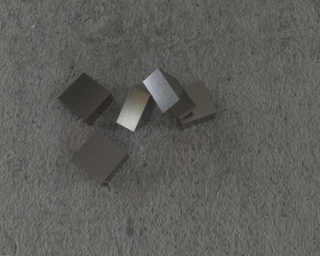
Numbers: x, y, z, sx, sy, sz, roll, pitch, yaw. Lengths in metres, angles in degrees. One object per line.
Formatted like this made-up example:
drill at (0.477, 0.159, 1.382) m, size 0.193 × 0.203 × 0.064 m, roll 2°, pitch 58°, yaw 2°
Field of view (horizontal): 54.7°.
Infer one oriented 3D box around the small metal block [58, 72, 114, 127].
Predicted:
small metal block at (-0.100, -0.039, 0.422) m, size 0.050 × 0.025 × 0.050 m, roll 36°, pitch 74°, yaw 12°

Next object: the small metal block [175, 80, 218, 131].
small metal block at (0.043, -0.031, 0.419) m, size 0.050 × 0.025 × 0.050 m, roll -20°, pitch 71°, yaw -7°

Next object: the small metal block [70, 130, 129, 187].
small metal block at (-0.075, 0.039, 0.393) m, size 0.050 × 0.025 × 0.050 m, roll 35°, pitch 74°, yaw 11°

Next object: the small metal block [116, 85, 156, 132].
small metal block at (-0.025, -0.027, 0.394) m, size 0.025 × 0.050 × 0.050 m, roll 28°, pitch 106°, yaw 10°

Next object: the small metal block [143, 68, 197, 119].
small metal block at (0.013, -0.041, 0.381) m, size 0.025 × 0.050 × 0.050 m, roll -40°, pitch 67°, yaw 19°
